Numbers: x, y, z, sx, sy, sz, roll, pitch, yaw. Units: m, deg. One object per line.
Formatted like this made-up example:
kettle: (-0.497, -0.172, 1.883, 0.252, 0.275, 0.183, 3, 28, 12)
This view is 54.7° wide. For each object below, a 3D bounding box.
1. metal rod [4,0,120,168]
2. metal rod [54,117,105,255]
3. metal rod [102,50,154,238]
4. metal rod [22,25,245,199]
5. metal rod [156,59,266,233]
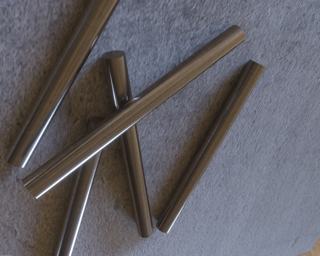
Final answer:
metal rod: (-0.079, -0.086, 0.311, 0.025, 0.025, 0.299, 24, 105, -37)
metal rod: (-0.118, 0.122, 0.419, 0.025, 0.025, 0.298, 6, 115, -32)
metal rod: (-0.036, 0.044, 0.415, 0.025, 0.025, 0.298, -19, 126, -18)
metal rod: (-0.017, -0.028, 0.351, 0.301, 0.025, 0.025, -38, 130, -15)
metal rod: (0.070, 0.038, 0.470, 0.025, 0.025, 0.298, 15, 110, -35)
